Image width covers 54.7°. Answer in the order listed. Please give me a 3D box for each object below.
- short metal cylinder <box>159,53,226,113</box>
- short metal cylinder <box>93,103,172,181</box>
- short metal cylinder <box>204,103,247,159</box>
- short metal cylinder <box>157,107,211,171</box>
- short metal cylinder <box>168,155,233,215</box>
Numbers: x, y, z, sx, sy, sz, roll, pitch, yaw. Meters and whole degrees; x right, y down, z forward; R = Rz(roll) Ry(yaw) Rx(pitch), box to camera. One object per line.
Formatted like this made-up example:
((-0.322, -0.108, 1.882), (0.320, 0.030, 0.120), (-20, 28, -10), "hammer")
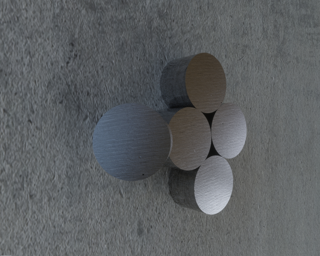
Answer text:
((0.046, -0.060, 0.428), (0.081, 0.050, 0.080), (0, 90, -40), "short metal cylinder")
((-0.027, 0.015, 0.340), (0.080, 0.050, 0.080), (0, 89, 4), "short metal cylinder")
((0.084, 0.004, 0.460), (0.081, 0.050, 0.080), (0, 90, -40), "short metal cylinder")
((0.022, 0.013, 0.408), (0.081, 0.050, 0.080), (0, 90, -40), "short metal cylinder")
((0.058, 0.077, 0.439), (0.081, 0.050, 0.080), (0, 90, -40), "short metal cylinder")
